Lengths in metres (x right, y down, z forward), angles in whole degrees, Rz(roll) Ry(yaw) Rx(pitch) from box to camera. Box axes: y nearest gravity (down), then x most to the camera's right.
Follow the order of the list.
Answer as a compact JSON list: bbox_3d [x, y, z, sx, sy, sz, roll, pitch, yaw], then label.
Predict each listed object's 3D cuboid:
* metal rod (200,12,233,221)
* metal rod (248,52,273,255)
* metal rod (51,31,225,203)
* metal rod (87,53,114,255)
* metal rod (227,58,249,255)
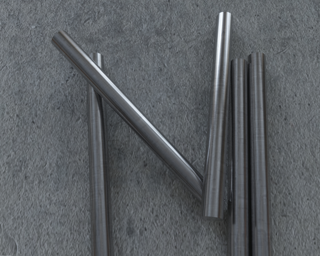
[{"bbox_3d":[0.077,-0.034,0.404,0.025,0.025,0.299,8,64,3],"label":"metal rod"},{"bbox_3d":[0.126,0.038,0.394,0.025,0.025,0.299,5,70,2],"label":"metal rod"},{"bbox_3d":[-0.032,-0.013,0.394,0.025,0.025,0.300,-42,82,-14],"label":"metal rod"},{"bbox_3d":[-0.077,0.039,0.393,0.025,0.025,0.299,-6,70,-2],"label":"metal rod"},{"bbox_3d":[0.099,0.047,0.391,0.025,0.025,0.299,5,70,2],"label":"metal rod"}]
